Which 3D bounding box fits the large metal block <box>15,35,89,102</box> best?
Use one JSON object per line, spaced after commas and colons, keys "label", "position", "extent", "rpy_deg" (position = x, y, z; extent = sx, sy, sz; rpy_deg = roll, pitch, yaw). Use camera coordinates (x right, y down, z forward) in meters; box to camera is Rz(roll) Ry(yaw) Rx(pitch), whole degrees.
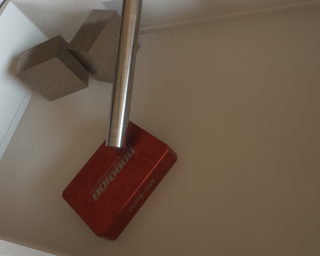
{"label": "large metal block", "position": [-0.177, -0.097, 0.521], "extent": [0.080, 0.080, 0.050], "rpy_deg": [-17, 55, 18]}

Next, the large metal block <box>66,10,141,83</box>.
{"label": "large metal block", "position": [-0.087, -0.128, 0.493], "extent": [0.050, 0.080, 0.080], "rpy_deg": [16, 70, 34]}

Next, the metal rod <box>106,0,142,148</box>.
{"label": "metal rod", "position": [-0.039, -0.125, 0.395], "extent": [0.025, 0.025, 0.298], "rpy_deg": [3, 84, 29]}

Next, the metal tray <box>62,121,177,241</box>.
{"label": "metal tray", "position": [-0.052, 0.061, 0.391], "extent": [0.090, 0.030, 0.130], "rpy_deg": [31, 79, 37]}
